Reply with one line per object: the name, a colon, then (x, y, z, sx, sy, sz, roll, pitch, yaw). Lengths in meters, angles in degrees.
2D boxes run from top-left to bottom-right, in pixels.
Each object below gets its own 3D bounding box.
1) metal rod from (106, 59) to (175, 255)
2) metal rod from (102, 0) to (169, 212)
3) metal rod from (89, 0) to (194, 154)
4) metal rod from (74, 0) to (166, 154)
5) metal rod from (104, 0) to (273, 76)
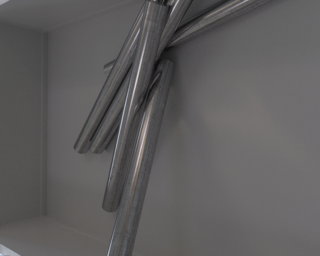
metal rod: (-0.024, 0.053, 0.347, 0.025, 0.025, 0.299, -7, 61, 40)
metal rod: (-0.039, -0.008, 0.402, 0.025, 0.025, 0.298, 37, 124, 34)
metal rod: (-0.029, -0.069, 0.407, 0.025, 0.025, 0.298, 54, 129, 26)
metal rod: (-0.061, -0.067, 0.431, 0.025, 0.025, 0.298, 55, 129, 26)
metal rod: (0.037, -0.120, 0.376, 0.299, 0.025, 0.025, -17, 79, 38)
